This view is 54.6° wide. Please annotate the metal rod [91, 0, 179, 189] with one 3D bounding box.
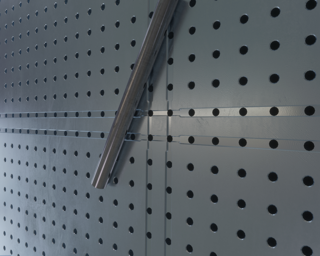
[{"bbox_3d":[-0.041,-0.042,0.444,0.025,0.025,0.298,36,112,34],"label":"metal rod"}]
